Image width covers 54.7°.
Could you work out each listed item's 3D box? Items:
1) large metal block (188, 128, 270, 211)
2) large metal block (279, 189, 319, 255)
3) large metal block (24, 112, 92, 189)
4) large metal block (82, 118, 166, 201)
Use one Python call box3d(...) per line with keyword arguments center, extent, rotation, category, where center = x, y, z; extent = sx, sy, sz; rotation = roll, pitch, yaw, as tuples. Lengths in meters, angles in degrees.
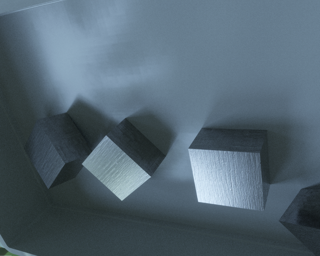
box3d(center=(0.087, 0.048, 0.376), extent=(0.080, 0.050, 0.080), rotation=(2, 119, 27), category="large metal block")
box3d(center=(0.194, 0.113, 0.336), extent=(0.080, 0.050, 0.080), rotation=(43, 164, -2), category="large metal block")
box3d(center=(-0.160, 0.035, 0.485), extent=(0.080, 0.050, 0.080), rotation=(53, 131, 14), category="large metal block")
box3d(center=(-0.053, 0.047, 0.449), extent=(0.080, 0.050, 0.080), rotation=(43, 129, -2), category="large metal block")
